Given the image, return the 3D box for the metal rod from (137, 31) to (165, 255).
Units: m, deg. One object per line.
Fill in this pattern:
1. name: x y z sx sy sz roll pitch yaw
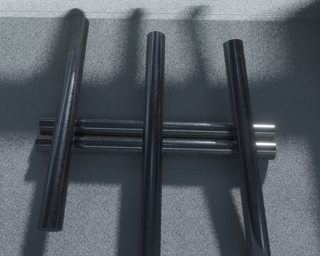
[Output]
1. metal rod: -0.009 0.014 0.377 0.025 0.025 0.299 1 70 0

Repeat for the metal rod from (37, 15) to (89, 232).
1. metal rod: -0.116 -0.026 0.391 0.025 0.025 0.299 -1 62 -1

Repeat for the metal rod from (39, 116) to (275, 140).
1. metal rod: -0.004 0.001 0.408 0.302 0.025 0.025 2 70 0

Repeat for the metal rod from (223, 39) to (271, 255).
1. metal rod: 0.105 0.036 0.373 0.025 0.025 0.298 -4 78 -2

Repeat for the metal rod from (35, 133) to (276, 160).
1. metal rod: -0.005 0.024 0.400 0.302 0.025 0.025 2 70 0
